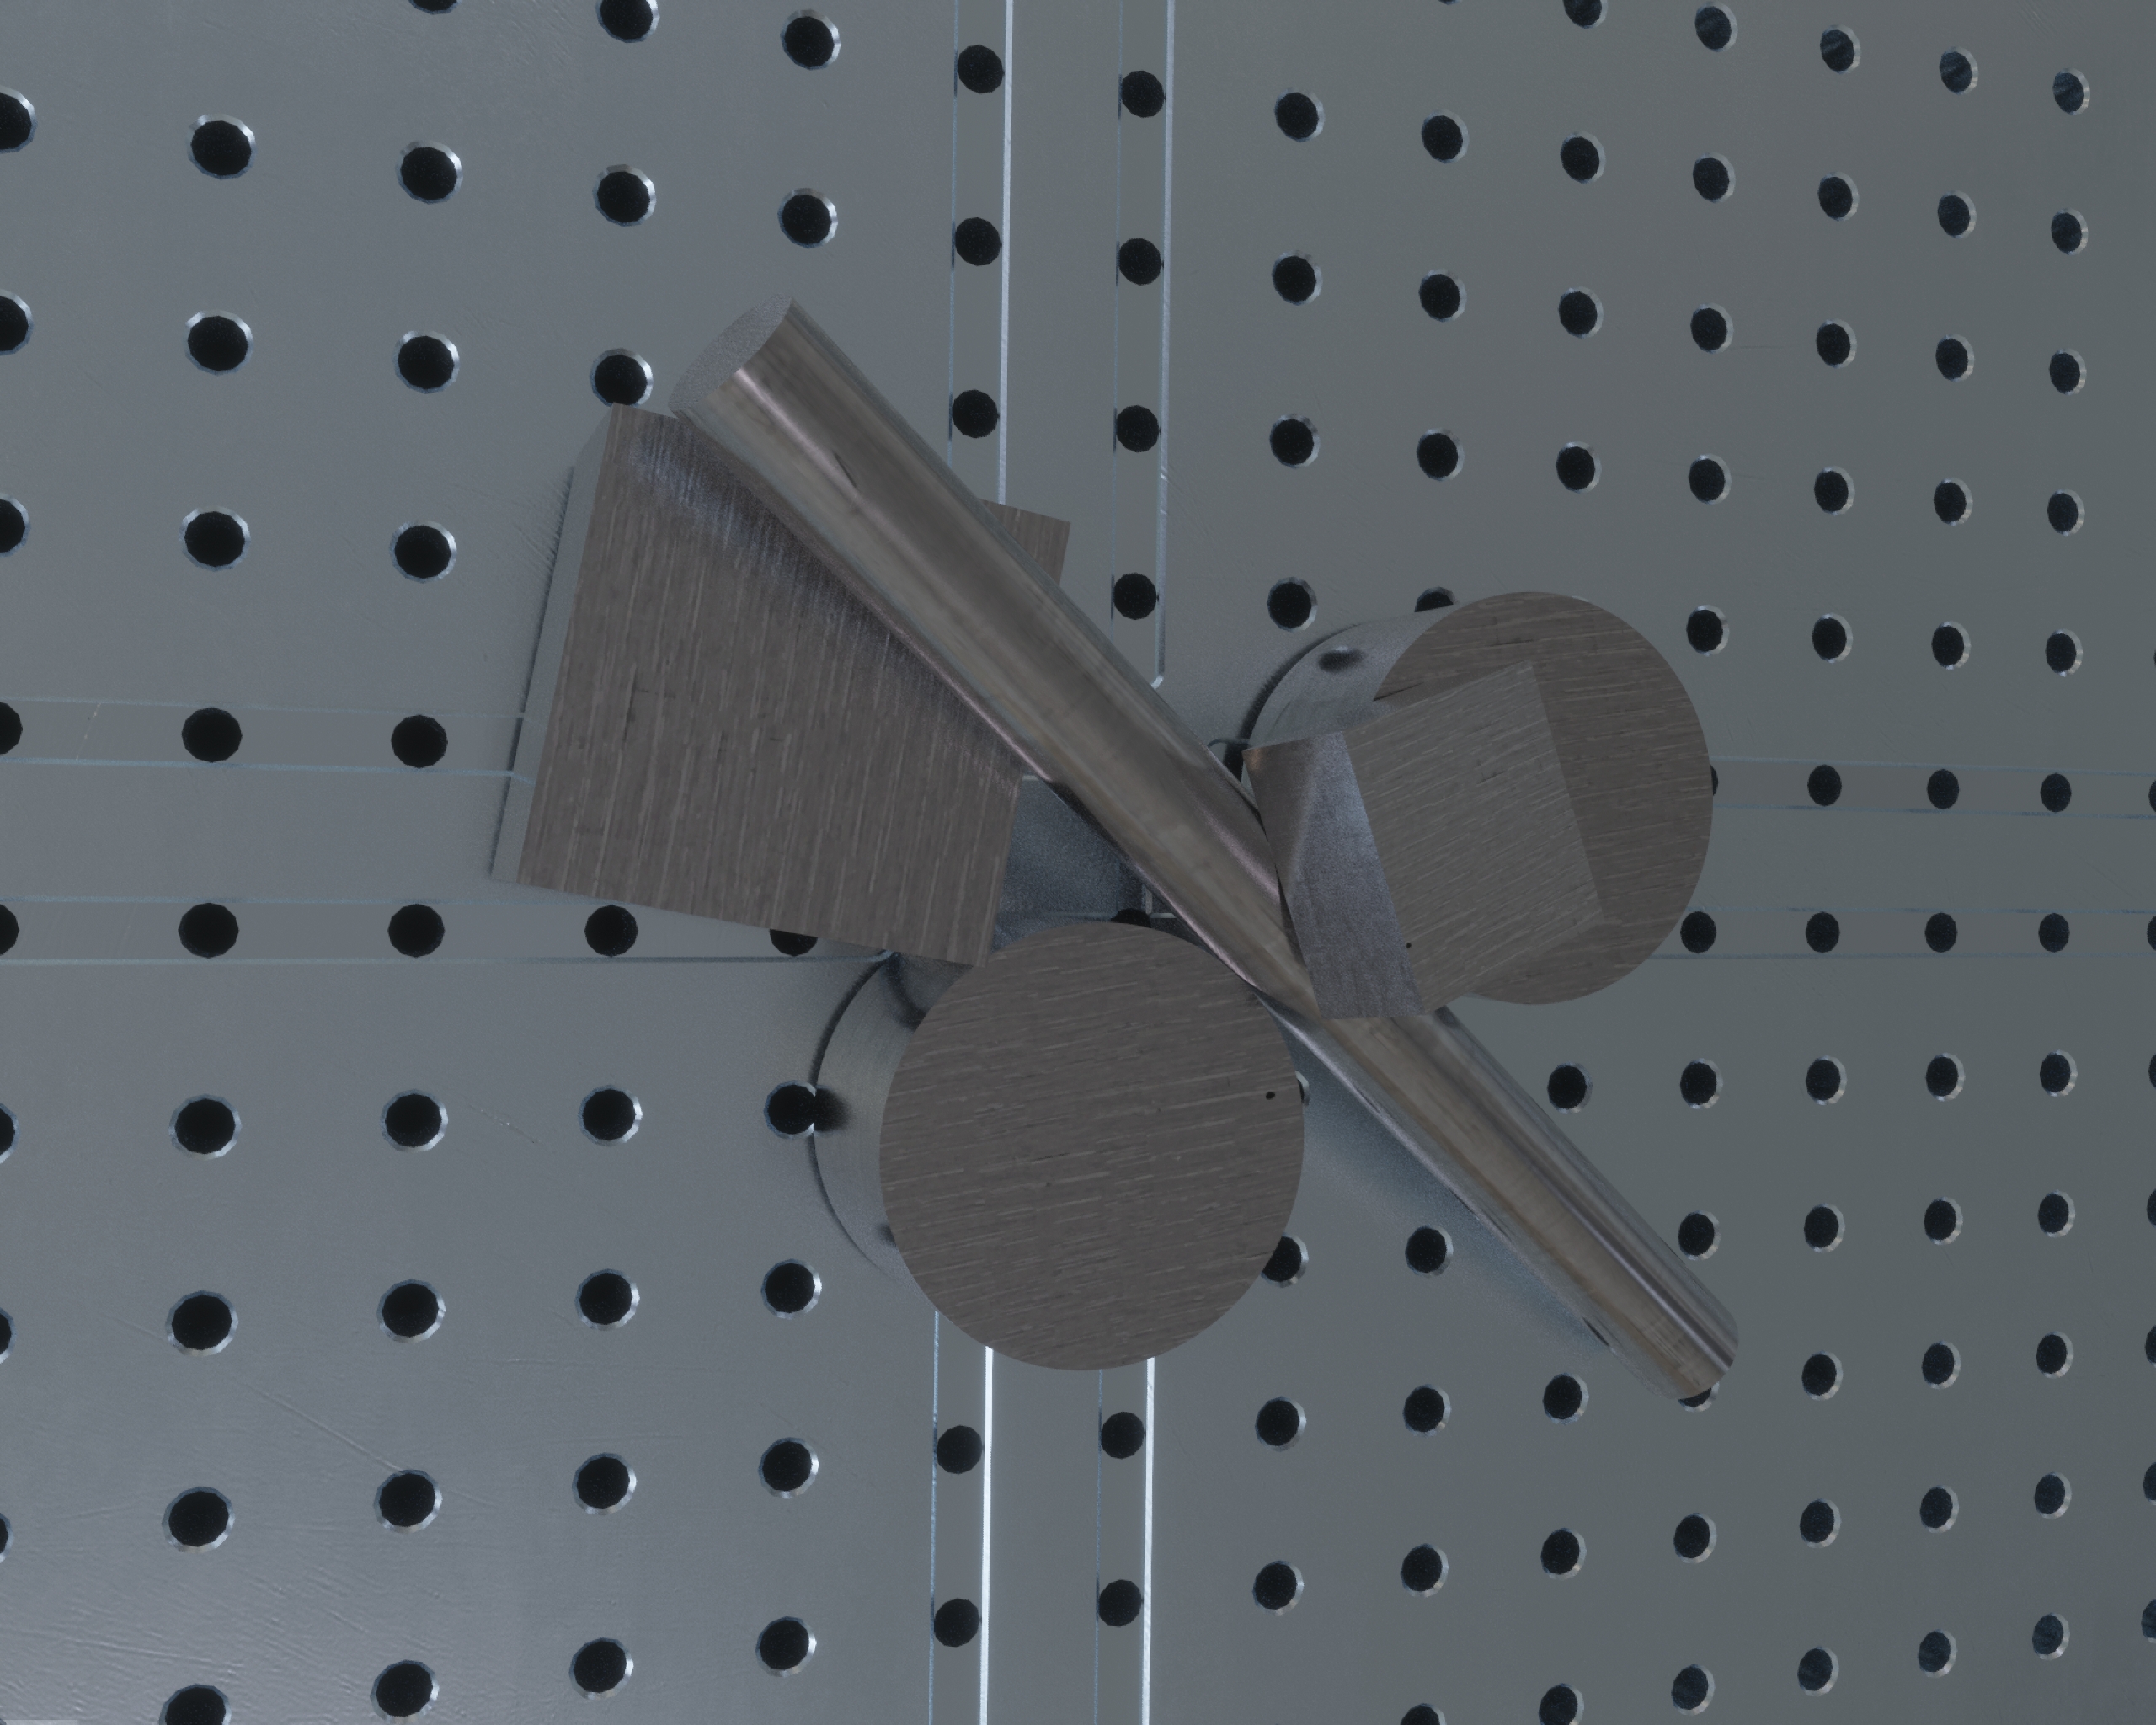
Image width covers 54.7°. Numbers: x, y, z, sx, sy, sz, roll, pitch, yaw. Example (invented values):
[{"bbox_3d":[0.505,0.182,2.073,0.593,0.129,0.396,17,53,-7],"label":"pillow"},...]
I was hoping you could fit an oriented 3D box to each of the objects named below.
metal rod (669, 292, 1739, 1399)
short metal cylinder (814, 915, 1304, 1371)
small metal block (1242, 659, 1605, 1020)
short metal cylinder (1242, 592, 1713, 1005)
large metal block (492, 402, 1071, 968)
[{"bbox_3d":[0.041,0.015,0.387,0.300,0.025,0.025,45,76,-29],"label":"metal rod"},{"bbox_3d":[-0.005,0.050,0.394,0.081,0.050,0.079,0,90,-20],"label":"short metal cylinder"},{"bbox_3d":[0.062,-0.004,0.371,0.050,0.025,0.050,-22,98,-37],"label":"small metal block"},{"bbox_3d":[0.080,-0.013,0.425,0.081,0.050,0.079,0,90,-20],"label":"short metal cylinder"},{"bbox_3d":[-0.054,-0.028,0.374,0.081,0.050,0.080,12,86,-20],"label":"large metal block"}]
